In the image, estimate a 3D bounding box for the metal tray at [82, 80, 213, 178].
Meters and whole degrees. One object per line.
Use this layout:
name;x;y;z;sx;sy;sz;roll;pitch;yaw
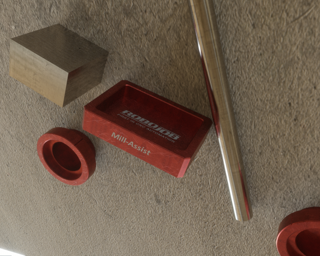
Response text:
metal tray;-0.013;-0.005;0.368;0.130;0.090;0.030;26;128;12

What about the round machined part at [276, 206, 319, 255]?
round machined part;0.196;0.135;0.376;0.098;0.042;0.097;13;124;21

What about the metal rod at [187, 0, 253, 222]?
metal rod;0.074;-0.013;0.359;0.025;0.025;0.298;-3;117;29

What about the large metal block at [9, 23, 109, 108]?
large metal block;-0.125;-0.081;0.387;0.080;0.080;0.050;31;128;8

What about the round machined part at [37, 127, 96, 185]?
round machined part;-0.143;0.041;0.497;0.098;0.042;0.097;13;124;21
